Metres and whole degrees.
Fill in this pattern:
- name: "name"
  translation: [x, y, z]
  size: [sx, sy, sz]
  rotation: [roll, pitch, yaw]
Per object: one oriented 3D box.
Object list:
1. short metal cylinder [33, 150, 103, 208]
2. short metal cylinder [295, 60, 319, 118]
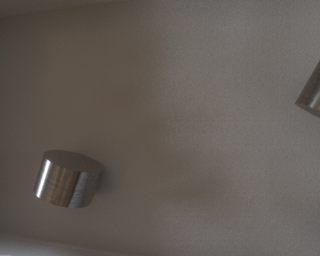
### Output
- name: "short metal cylinder"
  translation: [-0.125, 0.068, 0.425]
  size: [0.080, 0.080, 0.050]
  rotation: [21, 97, 19]
- name: "short metal cylinder"
  translation: [0.188, -0.030, 0.315]
  size: [0.080, 0.080, 0.050]
  rotation: [29, 100, 17]
